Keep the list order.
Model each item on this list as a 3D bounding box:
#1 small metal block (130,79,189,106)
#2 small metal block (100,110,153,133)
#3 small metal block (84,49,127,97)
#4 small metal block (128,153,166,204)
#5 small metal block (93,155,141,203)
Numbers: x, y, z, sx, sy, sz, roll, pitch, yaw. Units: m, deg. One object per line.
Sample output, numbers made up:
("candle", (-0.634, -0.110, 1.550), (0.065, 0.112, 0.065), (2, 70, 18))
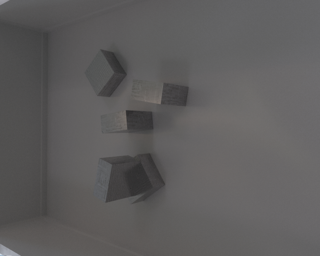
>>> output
("small metal block", (0.000, -0.044, 0.391), (0.050, 0.050, 0.025), (13, 99, 39))
("small metal block", (-0.045, -0.008, 0.428), (0.050, 0.050, 0.025), (-8, 85, 40))
("small metal block", (-0.085, -0.084, 0.477), (0.050, 0.025, 0.050), (-46, 63, 30))
("small metal block", (-0.027, 0.070, 0.430), (0.050, 0.025, 0.050), (-42, 65, 32))
("small metal block", (-0.056, 0.065, 0.404), (0.025, 0.050, 0.050), (19, 102, 39))
